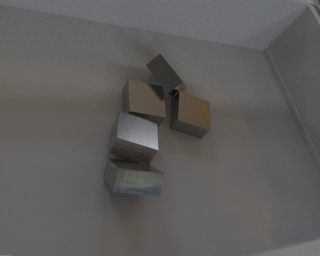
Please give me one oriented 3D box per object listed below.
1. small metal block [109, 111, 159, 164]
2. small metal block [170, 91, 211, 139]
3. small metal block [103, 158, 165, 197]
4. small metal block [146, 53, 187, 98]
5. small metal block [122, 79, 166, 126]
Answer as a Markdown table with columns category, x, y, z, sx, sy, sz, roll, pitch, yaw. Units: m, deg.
| category | x | y | z | sx | sy | sz | roll | pitch | yaw |
| --- | --- | --- | --- | --- | --- | --- | --- | --- | --- |
| small metal block | -0.031 | 0.011 | 0.373 | 0.050 | 0.025 | 0.050 | 19 | 36 | -17 |
| small metal block | 0.043 | -0.018 | 0.440 | 0.050 | 0.025 | 0.050 | 17 | 55 | -18 |
| small metal block | -0.030 | 0.053 | 0.338 | 0.050 | 0.050 | 0.025 | 11 | 92 | -22 |
| small metal block | 0.010 | -0.072 | 0.437 | 0.050 | 0.025 | 0.050 | 53 | 7 | 9 |
| small metal block | -0.022 | -0.033 | 0.414 | 0.050 | 0.025 | 0.050 | 9 | 58 | -24 |
